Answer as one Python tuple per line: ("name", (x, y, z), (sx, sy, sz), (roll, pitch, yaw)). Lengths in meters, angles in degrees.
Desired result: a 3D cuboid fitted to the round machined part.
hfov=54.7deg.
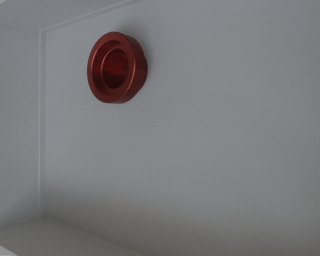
("round machined part", (-0.056, -0.083, 0.440), (0.098, 0.042, 0.097), (0, 90, 39))
